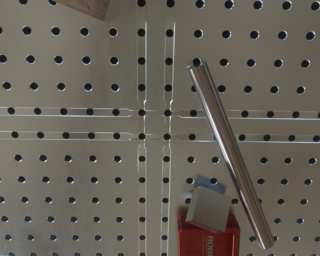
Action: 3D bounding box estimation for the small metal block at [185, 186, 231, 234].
[{"bbox_3d":[0.069,0.117,0.442,0.050,0.050,0.025,23,152,-9],"label":"small metal block"}]

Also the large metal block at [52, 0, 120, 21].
[{"bbox_3d":[-0.083,-0.153,0.326,0.080,0.080,0.050,20,109,-8],"label":"large metal block"}]

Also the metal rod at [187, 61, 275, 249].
[{"bbox_3d":[0.106,0.050,0.433,0.025,0.025,0.299,-22,109,8],"label":"metal rod"}]

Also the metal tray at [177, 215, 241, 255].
[{"bbox_3d":[0.075,0.201,0.486,0.091,0.030,0.129,-2,110,0],"label":"metal tray"}]
